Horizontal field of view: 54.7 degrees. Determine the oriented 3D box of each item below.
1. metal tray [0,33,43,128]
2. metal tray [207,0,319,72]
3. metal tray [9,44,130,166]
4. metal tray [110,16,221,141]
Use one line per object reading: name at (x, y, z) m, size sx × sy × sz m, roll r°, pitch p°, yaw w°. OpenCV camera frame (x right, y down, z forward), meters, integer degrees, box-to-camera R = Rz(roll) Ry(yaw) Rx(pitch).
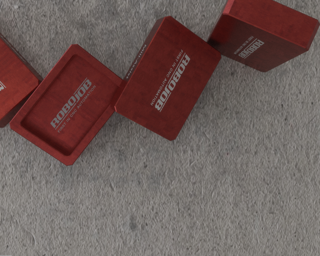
metal tray at (-0.227, -0.075, 0.405) m, size 0.090 × 0.030 × 0.130 m, roll -43°, pitch 90°, yaw 0°
metal tray at (0.107, -0.106, 0.358) m, size 0.090 × 0.130 × 0.030 m, roll 23°, pitch 90°, yaw 0°
metal tray at (-0.111, -0.029, 0.396) m, size 0.090 × 0.030 × 0.130 m, roll 38°, pitch 90°, yaw -14°
metal tray at (0.008, -0.060, 0.391) m, size 0.090 × 0.030 × 0.130 m, roll 29°, pitch 90°, yaw -23°
